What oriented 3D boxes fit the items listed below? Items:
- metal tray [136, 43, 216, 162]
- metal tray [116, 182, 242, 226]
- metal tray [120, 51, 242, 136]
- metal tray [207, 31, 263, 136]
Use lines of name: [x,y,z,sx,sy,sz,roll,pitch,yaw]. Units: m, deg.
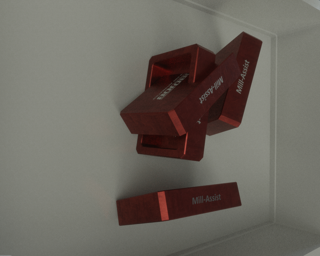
metal tray: [0.017,-0.028,0.378,0.030,0.090,0.129,13,82,-39]
metal tray: [0.025,0.092,0.381,0.131,0.090,0.030,3,72,-40]
metal tray: [0.026,-0.042,0.370,0.131,0.090,0.030,-45,119,-33]
metal tray: [0.093,-0.059,0.439,0.030,0.090,0.130,22,75,-12]
